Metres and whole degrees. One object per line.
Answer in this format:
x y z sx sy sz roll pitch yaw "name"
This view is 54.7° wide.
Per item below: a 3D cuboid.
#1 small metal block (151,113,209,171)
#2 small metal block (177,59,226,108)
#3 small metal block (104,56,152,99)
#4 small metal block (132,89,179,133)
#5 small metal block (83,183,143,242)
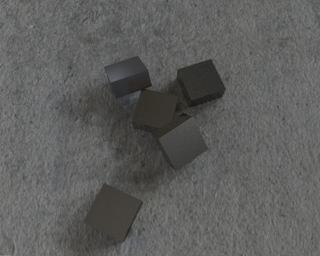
0.025 0.017 0.389 0.050 0.025 0.050 -33 113 -12 "small metal block"
0.056 -0.062 0.432 0.050 0.025 0.050 -19 71 -7 "small metal block"
-0.044 -0.070 0.421 0.050 0.025 0.050 -21 39 -8 "small metal block"
-0.006 -0.021 0.416 0.050 0.025 0.050 13 70 4 "small metal block"
-0.055 0.101 0.371 0.050 0.025 0.050 23 71 8 "small metal block"
